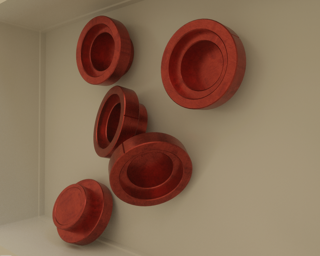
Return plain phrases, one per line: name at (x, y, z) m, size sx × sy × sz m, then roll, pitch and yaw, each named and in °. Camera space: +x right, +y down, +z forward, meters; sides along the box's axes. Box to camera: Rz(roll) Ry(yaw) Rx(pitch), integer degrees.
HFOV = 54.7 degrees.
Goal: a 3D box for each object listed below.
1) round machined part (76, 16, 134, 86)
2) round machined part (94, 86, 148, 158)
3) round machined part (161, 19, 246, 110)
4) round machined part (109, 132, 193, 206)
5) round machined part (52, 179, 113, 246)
round machined part at (-0.077, -0.110, 0.457) m, size 0.098 × 0.042 × 0.097 m, roll 0°, pitch 90°, yaw 39°
round machined part at (-0.051, -0.005, 0.422) m, size 0.098 × 0.042 × 0.098 m, roll -30°, pitch 53°, yaw 50°
round machined part at (0.052, -0.069, 0.351) m, size 0.098 × 0.042 × 0.097 m, roll 0°, pitch 90°, yaw 39°
round machined part at (-0.014, 0.045, 0.378) m, size 0.097 × 0.099 × 0.042 m, roll -60°, pitch 26°, yaw 23°
round machined part at (-0.123, 0.123, 0.469) m, size 0.098 × 0.042 × 0.098 m, roll -19°, pitch 53°, yaw 27°
